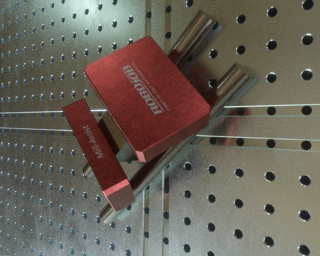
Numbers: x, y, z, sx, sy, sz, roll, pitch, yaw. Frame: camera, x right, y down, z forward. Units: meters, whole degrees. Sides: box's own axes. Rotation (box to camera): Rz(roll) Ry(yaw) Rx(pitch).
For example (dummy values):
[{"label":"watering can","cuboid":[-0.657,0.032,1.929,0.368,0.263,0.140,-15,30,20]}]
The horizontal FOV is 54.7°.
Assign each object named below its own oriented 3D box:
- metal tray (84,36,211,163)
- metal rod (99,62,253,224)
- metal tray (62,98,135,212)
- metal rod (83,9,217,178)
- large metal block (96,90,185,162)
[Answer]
[{"label":"metal tray","cuboid":[-0.016,-0.037,0.350,0.090,0.030,0.130,-30,64,-12]},{"label":"metal rod","cuboid":[0.005,0.037,0.404,0.299,0.025,0.025,-49,61,28]},{"label":"metal tray","cuboid":[-0.078,0.036,0.401,0.130,0.030,0.090,57,166,24]},{"label":"metal rod","cuboid":[-0.029,-0.030,0.431,0.298,0.025,0.025,-50,61,28]},{"label":"large metal block","cuboid":[-0.025,-0.003,0.392,0.080,0.081,0.050,-49,61,28]}]
